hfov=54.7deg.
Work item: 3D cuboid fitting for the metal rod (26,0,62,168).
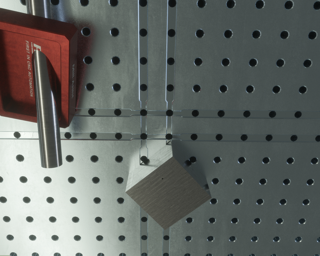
[{"bbox_3d":[-0.136,-0.099,0.355,0.025,0.025,0.298,0,103,0],"label":"metal rod"}]

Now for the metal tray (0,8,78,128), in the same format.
[{"bbox_3d":[-0.147,-0.064,0.362,0.091,0.030,0.129,11,131,-5],"label":"metal tray"}]

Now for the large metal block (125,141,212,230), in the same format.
[{"bbox_3d":[0.011,0.079,0.429,0.080,0.050,0.080,-39,106,13],"label":"large metal block"}]
